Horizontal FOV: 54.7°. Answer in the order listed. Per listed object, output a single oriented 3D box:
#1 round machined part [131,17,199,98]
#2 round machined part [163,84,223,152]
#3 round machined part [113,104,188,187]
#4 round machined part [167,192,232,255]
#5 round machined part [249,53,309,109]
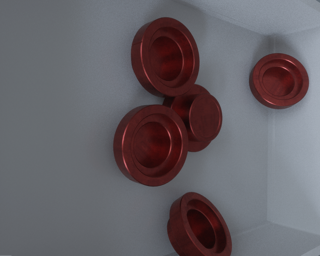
[{"bbox_3d":[0.002,-0.088,0.399,0.099,0.042,0.097,0,90,-40],"label":"round machined part"},{"bbox_3d":[0.052,-0.014,0.441,0.099,0.042,0.097,0,90,-40],"label":"round machined part"},{"bbox_3d":[-0.015,0.020,0.383,0.099,0.042,0.097,-1,92,-38],"label":"round machined part"},{"bbox_3d":[0.048,0.140,0.418,0.098,0.042,0.098,35,30,-24],"label":"round machined part"},{"bbox_3d":[0.207,-0.080,0.551,0.099,0.042,0.098,1,77,-2],"label":"round machined part"}]
